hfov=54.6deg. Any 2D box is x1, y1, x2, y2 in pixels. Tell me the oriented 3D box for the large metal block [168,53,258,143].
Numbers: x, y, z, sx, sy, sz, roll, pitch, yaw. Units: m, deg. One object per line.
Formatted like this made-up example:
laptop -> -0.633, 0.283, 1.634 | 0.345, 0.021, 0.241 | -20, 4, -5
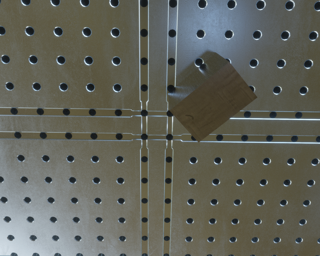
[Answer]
large metal block -> 0.057, -0.040, 0.370 | 0.080, 0.080, 0.050 | -39, 106, 13
